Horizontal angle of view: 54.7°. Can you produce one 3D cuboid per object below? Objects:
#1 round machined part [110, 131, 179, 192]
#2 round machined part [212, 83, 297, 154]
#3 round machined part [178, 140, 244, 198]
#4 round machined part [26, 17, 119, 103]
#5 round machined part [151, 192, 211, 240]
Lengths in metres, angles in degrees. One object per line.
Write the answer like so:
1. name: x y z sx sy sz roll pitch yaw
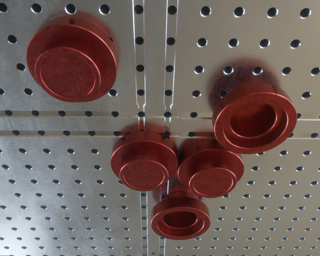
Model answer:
1. round machined part: -0.022 0.054 0.447 0.099 0.042 0.097 0 130 0
2. round machined part: 0.115 -0.016 0.389 0.099 0.042 0.097 -1 130 0
3. round machined part: 0.076 0.067 0.459 0.099 0.042 0.097 -1 130 0
4. round machined part: -0.097 -0.067 0.342 0.099 0.042 0.097 -1 130 0
5. round machined part: 0.034 0.145 0.525 0.099 0.042 0.097 -1 130 0
